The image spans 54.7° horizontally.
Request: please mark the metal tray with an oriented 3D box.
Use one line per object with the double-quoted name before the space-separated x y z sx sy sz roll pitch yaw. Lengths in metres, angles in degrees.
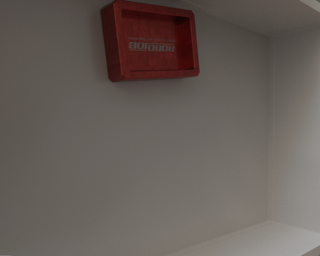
"metal tray" -0.007 -0.108 0.398 0.131 0.030 0.089 -11 97 -40
